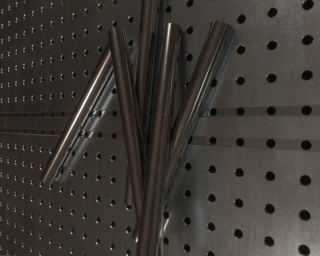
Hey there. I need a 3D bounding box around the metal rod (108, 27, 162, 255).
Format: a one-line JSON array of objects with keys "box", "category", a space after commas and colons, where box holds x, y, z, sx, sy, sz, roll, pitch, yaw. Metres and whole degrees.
[{"box": [-0.034, 0.015, 0.401, 0.025, 0.025, 0.298, -16, 80, 38], "category": "metal rod"}]

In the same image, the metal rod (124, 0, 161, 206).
[{"box": [-0.024, -0.042, 0.427, 0.025, 0.025, 0.298, 9, 96, 39], "category": "metal rod"}]

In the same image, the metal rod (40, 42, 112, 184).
[{"box": [-0.136, -0.017, 0.518, 0.025, 0.025, 0.298, 48, 118, 29], "category": "metal rod"}]

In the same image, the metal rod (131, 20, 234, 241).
[{"box": [0.022, 0.017, 0.389, 0.025, 0.025, 0.298, 32, 109, 35], "category": "metal rod"}]

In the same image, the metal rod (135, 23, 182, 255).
[{"box": [-0.001, 0.019, 0.374, 0.025, 0.025, 0.298, 0, 80, 39], "category": "metal rod"}]
